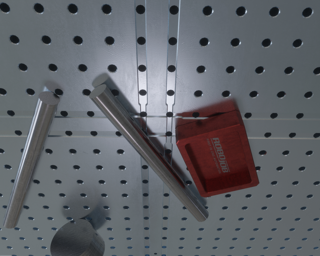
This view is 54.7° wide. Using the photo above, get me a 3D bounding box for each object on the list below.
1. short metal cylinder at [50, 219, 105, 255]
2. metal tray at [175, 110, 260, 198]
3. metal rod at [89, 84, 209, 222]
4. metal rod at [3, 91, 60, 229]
[{"bbox_3d":[-0.146,0.212,0.555,0.080,0.080,0.050,-13,129,11],"label":"short metal cylinder"},{"bbox_3d":[0.085,0.042,0.445,0.090,0.030,0.130,-16,129,13],"label":"metal tray"},{"bbox_3d":[-0.001,0.054,0.457,0.025,0.025,0.300,-24,127,19],"label":"metal rod"},{"bbox_3d":[-0.201,0.066,0.465,0.025,0.025,0.298,20,127,-17],"label":"metal rod"}]
